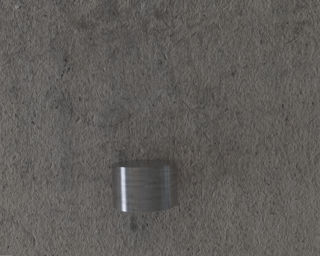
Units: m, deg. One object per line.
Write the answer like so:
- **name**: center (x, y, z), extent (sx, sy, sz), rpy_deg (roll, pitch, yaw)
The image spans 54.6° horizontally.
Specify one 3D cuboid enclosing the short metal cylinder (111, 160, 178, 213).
- **short metal cylinder**: center (-0.019, 0.068, 0.382), extent (0.080, 0.080, 0.050), rpy_deg (-2, 90, 0)
